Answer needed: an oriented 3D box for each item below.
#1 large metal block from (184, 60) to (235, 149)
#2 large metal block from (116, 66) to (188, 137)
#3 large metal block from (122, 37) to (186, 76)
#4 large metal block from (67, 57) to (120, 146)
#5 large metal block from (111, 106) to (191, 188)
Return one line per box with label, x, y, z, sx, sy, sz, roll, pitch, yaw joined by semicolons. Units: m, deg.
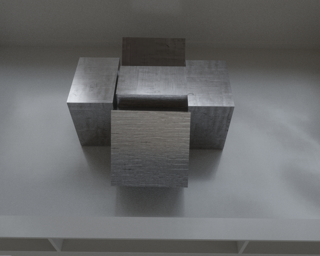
large metal block;0.057;-0.029;0.392;0.050;0.080;0.080;1;50;1
large metal block;-0.009;-0.031;0.394;0.080;0.080;0.050;1;50;0
large metal block;-0.007;-0.089;0.435;0.080;0.080;0.050;1;88;1
large metal block;-0.076;-0.033;0.395;0.050;0.080;0.080;1;50;0
large metal block;-0.010;0.019;0.343;0.081;0.079;0.050;1;8;-1
